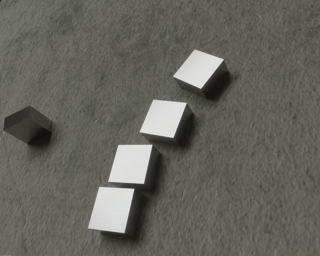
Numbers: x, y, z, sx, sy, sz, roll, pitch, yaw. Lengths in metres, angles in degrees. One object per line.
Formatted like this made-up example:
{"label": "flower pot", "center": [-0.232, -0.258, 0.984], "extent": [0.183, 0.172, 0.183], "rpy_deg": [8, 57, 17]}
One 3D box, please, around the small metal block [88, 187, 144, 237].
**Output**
{"label": "small metal block", "center": [-0.051, 0.099, 0.369], "extent": [0.050, 0.025, 0.050], "rpy_deg": [-3, 60, 26]}

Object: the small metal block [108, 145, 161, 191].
{"label": "small metal block", "center": [-0.031, 0.049, 0.389], "extent": [0.050, 0.025, 0.050], "rpy_deg": [-2, 61, 27]}

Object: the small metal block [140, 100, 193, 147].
{"label": "small metal block", "center": [0.009, -0.007, 0.402], "extent": [0.050, 0.025, 0.050], "rpy_deg": [9, 66, 31]}

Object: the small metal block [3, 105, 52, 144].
{"label": "small metal block", "center": [-0.212, -0.004, 0.499], "extent": [0.050, 0.050, 0.025], "rpy_deg": [-23, 54, 14]}

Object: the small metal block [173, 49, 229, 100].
{"label": "small metal block", "center": [0.055, -0.073, 0.419], "extent": [0.050, 0.025, 0.050], "rpy_deg": [31, 79, 37]}
